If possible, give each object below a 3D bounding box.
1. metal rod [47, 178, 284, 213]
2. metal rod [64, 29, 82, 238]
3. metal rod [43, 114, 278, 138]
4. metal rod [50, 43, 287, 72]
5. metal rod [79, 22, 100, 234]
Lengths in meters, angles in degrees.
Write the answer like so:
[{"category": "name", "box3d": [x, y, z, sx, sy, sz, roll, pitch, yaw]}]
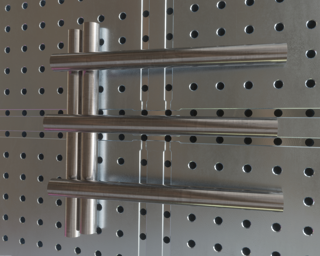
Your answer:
[{"category": "metal rod", "box3d": [-0.003, 0.085, 0.397, 0.301, 0.025, 0.025, 1, 90, 13]}, {"category": "metal rod", "box3d": [-0.125, 0.008, 0.454, 0.025, 0.025, 0.298, 1, 90, 19]}, {"category": "metal rod", "box3d": [-0.010, -0.004, 0.399, 0.301, 0.025, 0.025, 1, 91, 13]}, {"category": "metal rod", "box3d": [0.000, -0.089, 0.396, 0.301, 0.025, 0.025, 1, 90, 13]}, {"category": "metal rod", "box3d": [-0.101, 0.000, 0.446, 0.025, 0.025, 0.298, 1, 90, 19]}]
